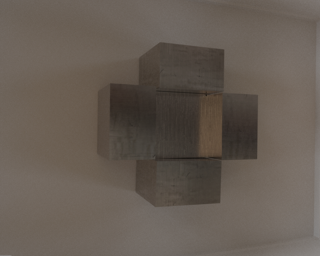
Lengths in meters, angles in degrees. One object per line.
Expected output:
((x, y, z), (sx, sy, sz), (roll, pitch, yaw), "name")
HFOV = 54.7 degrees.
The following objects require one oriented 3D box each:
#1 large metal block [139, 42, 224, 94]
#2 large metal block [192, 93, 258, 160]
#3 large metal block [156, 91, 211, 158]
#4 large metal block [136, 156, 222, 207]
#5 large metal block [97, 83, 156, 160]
((0.024, -0.068, 0.388), (0.081, 0.080, 0.050), (1, 90, -20), "large metal block")
((0.083, -0.002, 0.411), (0.050, 0.080, 0.080), (1, 90, -20), "large metal block")
((0.017, -0.004, 0.401), (0.081, 0.050, 0.080), (1, 90, -20), "large metal block")
((0.020, 0.062, 0.387), (0.081, 0.080, 0.050), (2, 90, -20), "large metal block")
((-0.042, -0.006, 0.365), (0.050, 0.080, 0.080), (1, 90, -20), "large metal block")
